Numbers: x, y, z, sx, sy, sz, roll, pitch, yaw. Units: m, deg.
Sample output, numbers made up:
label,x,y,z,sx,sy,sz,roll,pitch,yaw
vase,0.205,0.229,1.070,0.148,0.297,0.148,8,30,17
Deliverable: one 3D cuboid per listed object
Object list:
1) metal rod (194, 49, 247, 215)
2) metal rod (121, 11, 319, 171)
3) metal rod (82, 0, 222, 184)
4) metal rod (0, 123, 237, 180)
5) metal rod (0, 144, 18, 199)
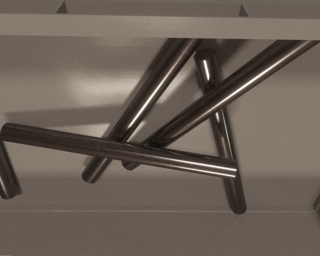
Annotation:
label,x,y,z,sx,sy,sz,roll,pitch,yaw
metal rod,0.092,0.028,0.434,0.025,0.025,0.299,-13,129,10
metal rod,0.049,-0.021,0.361,0.025,0.025,0.299,32,132,-25
metal rod,-0.028,-0.023,0.389,0.025,0.025,0.298,25,126,-20
metal rod,-0.056,0.028,0.397,0.302,0.025,0.025,9,130,5
metal rod,-0.231,-0.010,0.397,0.025,0.025,0.298,2,130,-3
